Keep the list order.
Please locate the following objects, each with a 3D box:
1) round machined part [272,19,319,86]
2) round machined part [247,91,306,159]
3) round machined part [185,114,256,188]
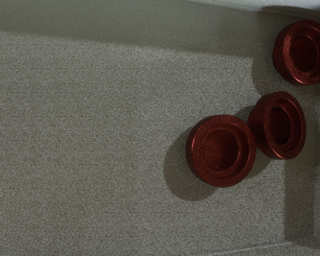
[{"bbox_3d":[0.216,-0.113,0.480,0.099,0.042,0.097,0,90,-20],"label":"round machined part"},{"bbox_3d":[0.167,-0.002,0.455,0.099,0.042,0.097,5,81,-33],"label":"round machined part"},{"bbox_3d":[0.080,0.030,0.431,0.099,0.042,0.097,0,91,-20],"label":"round machined part"}]
